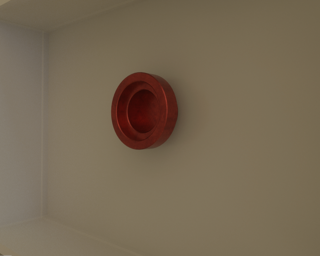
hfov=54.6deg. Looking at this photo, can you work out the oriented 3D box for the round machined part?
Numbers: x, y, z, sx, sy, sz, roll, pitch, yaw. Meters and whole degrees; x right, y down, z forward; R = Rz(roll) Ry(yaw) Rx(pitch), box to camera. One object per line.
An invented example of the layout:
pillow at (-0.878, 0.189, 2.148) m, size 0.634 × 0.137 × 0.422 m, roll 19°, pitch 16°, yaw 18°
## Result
round machined part at (-0.016, -0.021, 0.406) m, size 0.098 × 0.042 × 0.097 m, roll 0°, pitch 90°, yaw 40°
